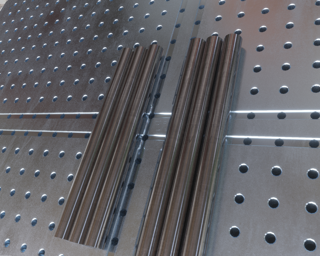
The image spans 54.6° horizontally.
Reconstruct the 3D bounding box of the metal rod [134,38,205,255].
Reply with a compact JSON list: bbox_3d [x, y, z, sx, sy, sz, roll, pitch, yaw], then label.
[{"bbox_3d":[0.021,0.008,0.393,0.025,0.025,0.300,1,62,29],"label":"metal rod"}]

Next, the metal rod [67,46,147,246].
[{"bbox_3d":[-0.064,0.008,0.437,0.025,0.025,0.300,1,62,29],"label":"metal rod"}]

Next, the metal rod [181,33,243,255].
[{"bbox_3d":[0.066,0.009,0.368,0.025,0.025,0.300,1,62,29],"label":"metal rod"}]

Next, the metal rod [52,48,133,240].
[{"bbox_3d":[-0.087,0.007,0.450,0.025,0.025,0.300,1,62,29],"label":"metal rod"}]

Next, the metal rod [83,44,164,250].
[{"bbox_3d":[-0.042,0.008,0.426,0.025,0.025,0.300,1,62,29],"label":"metal rod"}]

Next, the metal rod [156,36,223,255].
[{"bbox_3d":[0.042,0.009,0.381,0.025,0.025,0.300,1,62,29],"label":"metal rod"}]
